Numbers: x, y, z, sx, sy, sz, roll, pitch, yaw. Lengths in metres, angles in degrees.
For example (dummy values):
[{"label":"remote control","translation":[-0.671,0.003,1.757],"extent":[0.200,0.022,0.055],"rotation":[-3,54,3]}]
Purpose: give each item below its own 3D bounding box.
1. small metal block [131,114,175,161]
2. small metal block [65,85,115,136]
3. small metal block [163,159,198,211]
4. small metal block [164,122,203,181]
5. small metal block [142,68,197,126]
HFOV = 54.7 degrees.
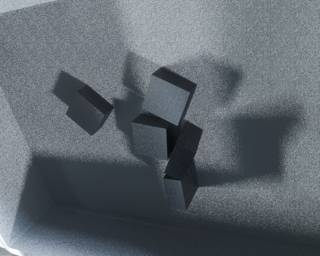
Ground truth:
[{"label":"small metal block","translation":[-0.009,0.012,0.421],"extent":[0.050,0.025,0.050],"rotation":[11,123,22]},{"label":"small metal block","translation":[-0.102,-0.025,0.447],"extent":[0.050,0.025,0.050],"rotation":[40,129,0]},{"label":"small metal block","translation":[0.030,0.075,0.423],"extent":[0.025,0.050,0.050],"rotation":[3,120,27]},{"label":"small metal block","translation":[0.030,0.029,0.393],"extent":[0.025,0.050,0.050],"rotation":[23,127,3]},{"label":"small metal block","translation":[0.011,-0.038,0.379],"extent":[0.050,0.025,0.050],"rotation":[27,128,11]}]
